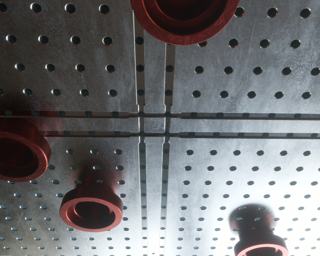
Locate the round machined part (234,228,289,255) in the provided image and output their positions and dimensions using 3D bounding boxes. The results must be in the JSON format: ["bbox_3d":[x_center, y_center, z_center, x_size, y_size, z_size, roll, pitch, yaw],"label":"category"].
[{"bbox_3d":[0.192,0.230,0.599,0.099,0.042,0.097,-1,130,0],"label":"round machined part"}]

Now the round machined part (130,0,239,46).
[{"bbox_3d":[0.022,-0.131,0.289,0.099,0.042,0.097,-1,130,0],"label":"round machined part"}]

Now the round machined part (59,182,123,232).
[{"bbox_3d":[-0.109,0.126,0.506,0.099,0.042,0.097,-1,130,0],"label":"round machined part"}]

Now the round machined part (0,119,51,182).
[{"bbox_3d":[-0.198,0.026,0.420,0.099,0.042,0.097,-1,130,0],"label":"round machined part"}]
